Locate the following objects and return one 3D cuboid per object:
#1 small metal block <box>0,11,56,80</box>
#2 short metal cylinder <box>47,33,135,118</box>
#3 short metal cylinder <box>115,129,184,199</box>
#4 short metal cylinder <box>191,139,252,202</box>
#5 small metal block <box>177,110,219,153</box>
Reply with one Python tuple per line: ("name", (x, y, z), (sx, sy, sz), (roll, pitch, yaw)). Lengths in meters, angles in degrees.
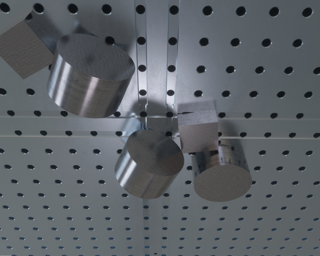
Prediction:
("small metal block", (-0.144, -0.088, 0.335), (0.050, 0.025, 0.050), (-23, 127, 18))
("short metal cylinder", (-0.073, -0.056, 0.327), (0.081, 0.080, 0.050), (18, 128, -15))
("short metal cylinder", (-0.015, 0.048, 0.416), (0.081, 0.080, 0.050), (18, 128, -15))
("short metal cylinder", (0.087, 0.063, 0.449), (0.081, 0.050, 0.079), (0, 130, 0))
("small metal block", (0.052, 0.006, 0.417), (0.050, 0.025, 0.050), (-6, 130, 5))
